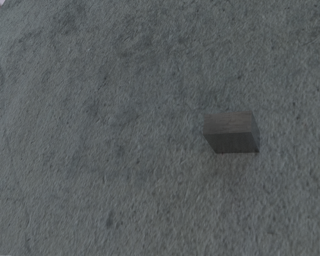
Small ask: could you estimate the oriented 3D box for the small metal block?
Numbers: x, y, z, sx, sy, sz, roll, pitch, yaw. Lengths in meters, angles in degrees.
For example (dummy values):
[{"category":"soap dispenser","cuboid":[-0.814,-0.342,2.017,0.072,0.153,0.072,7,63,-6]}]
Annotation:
[{"category":"small metal block","cuboid":[0.080,0.006,0.343,0.050,0.050,0.025,-4,60,26]}]
